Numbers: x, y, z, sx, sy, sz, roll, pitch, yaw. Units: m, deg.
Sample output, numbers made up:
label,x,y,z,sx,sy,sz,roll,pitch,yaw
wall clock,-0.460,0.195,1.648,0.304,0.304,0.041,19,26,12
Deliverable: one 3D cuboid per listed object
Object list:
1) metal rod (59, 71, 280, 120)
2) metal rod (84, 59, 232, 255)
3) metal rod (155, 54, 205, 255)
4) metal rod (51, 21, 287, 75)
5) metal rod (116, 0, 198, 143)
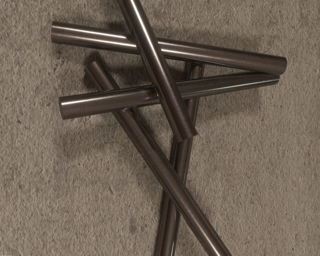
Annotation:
label,x,y,z,sx,sy,sz,roll,pitch,yaw
metal rod,0.030,-0.048,0.391,0.303,0.025,0.025,-11,94,-24
metal rod,0.000,0.047,0.389,0.025,0.025,0.299,-35,94,-17
metal rod,0.029,0.036,0.420,0.025,0.025,0.298,11,86,-20
metal rod,0.021,-0.099,0.395,0.302,0.025,0.025,5,88,-12
metal rod,-0.027,-0.125,0.362,0.025,0.025,0.299,-21,83,-19
